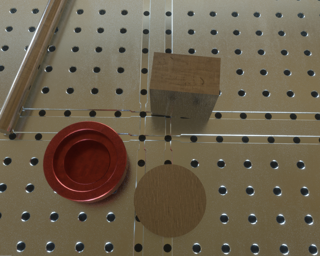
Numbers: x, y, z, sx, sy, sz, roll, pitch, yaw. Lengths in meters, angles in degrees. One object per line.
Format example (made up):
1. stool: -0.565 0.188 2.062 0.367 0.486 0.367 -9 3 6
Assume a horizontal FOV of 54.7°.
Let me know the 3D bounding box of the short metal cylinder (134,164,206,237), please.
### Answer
1. short metal cylinder: 0.011 0.087 0.367 0.081 0.050 0.080 0 70 0

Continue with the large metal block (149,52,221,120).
1. large metal block: 0.030 -0.051 0.402 0.080 0.080 0.050 6 70 2

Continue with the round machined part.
1. round machined part: -0.089 0.044 0.386 0.099 0.042 0.098 0 70 -1

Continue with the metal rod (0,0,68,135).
1. metal rod: -0.174 -0.133 0.458 0.025 0.025 0.299 12 70 4
